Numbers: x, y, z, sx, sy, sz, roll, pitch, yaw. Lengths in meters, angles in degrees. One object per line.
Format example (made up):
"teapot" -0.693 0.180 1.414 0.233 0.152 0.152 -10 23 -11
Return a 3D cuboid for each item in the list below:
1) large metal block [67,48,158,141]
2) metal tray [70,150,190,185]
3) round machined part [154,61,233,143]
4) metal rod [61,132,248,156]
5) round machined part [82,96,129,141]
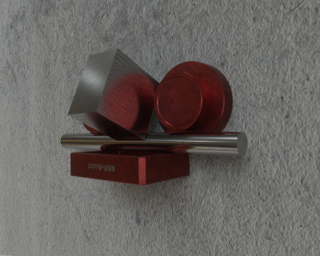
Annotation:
"large metal block" -0.052 -0.037 0.377 0.050 0.080 0.080 -3 65 39
"metal tray" -0.040 0.046 0.394 0.130 0.091 0.030 -1 89 39
"round machined part" 0.032 -0.031 0.366 0.098 0.042 0.097 0 90 39
"metal rod" -0.033 0.019 0.405 0.300 0.025 0.025 -1 89 39
"round machined part" -0.081 -0.027 0.458 0.098 0.042 0.097 0 90 39
